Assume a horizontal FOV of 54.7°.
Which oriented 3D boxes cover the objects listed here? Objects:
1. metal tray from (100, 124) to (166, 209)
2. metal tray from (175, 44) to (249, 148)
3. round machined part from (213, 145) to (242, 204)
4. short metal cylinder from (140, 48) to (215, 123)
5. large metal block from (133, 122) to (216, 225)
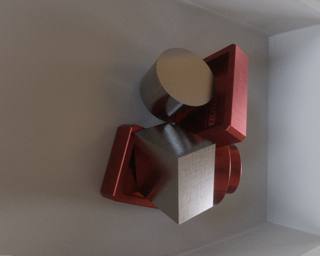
[{"bbox_3d":[-0.004,0.056,0.399,0.131,0.030,0.090,22,76,-38],"label":"metal tray"},{"bbox_3d":[0.065,-0.036,0.399,0.030,0.090,0.130,32,54,-33],"label":"metal tray"},{"bbox_3d":[0.077,0.054,0.419,0.042,0.098,0.097,5,86,-10],"label":"round machined part"},{"bbox_3d":[0.021,-0.053,0.389,0.081,0.050,0.080,12,63,-23],"label":"short metal cylinder"},{"bbox_3d":[0.015,0.047,0.353,0.050,0.080,0.079,-18,117,-33],"label":"large metal block"}]
